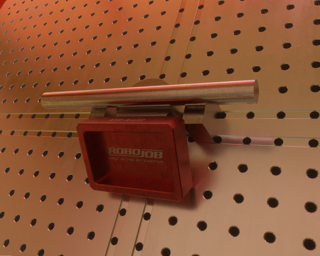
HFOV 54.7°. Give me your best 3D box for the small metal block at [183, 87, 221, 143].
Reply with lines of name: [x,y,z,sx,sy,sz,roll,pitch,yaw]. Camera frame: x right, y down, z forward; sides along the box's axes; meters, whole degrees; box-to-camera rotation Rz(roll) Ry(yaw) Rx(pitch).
small metal block: [0.051,-0.015,0.375,0.025,0.050,0.050,-1,61,28]

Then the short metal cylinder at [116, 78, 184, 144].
short metal cylinder: [-0.010,-0.018,0.408,0.080,0.050,0.080,-13,56,21]

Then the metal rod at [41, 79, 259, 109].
metal rod: [-0.034,-0.039,0.386,0.300,0.025,0.025,1,62,29]

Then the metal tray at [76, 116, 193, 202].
metal tray: [-0.032,0.033,0.366,0.130,0.089,0.030,1,19,28]

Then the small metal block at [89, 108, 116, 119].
small metal block: [-0.071,-0.018,0.441,0.025,0.050,0.050,-1,61,28]
